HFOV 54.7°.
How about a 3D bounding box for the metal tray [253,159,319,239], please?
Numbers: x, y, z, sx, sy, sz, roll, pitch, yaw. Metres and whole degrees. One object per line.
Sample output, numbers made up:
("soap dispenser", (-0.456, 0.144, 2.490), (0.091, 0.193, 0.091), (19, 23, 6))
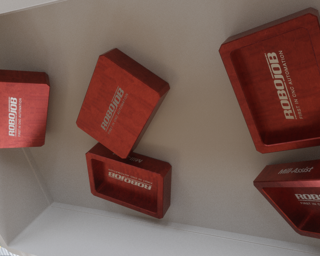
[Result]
("metal tray", (0.169, 0.077, 0.321), (0.090, 0.030, 0.130), (48, 160, -4))

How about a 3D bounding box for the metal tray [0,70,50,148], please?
("metal tray", (-0.221, -0.025, 0.470), (0.030, 0.091, 0.129), (63, 144, 41))

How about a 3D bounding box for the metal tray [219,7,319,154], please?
("metal tray", (0.126, -0.041, 0.313), (0.090, 0.030, 0.129), (-13, 112, 33))

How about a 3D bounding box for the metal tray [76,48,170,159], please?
("metal tray", (-0.054, -0.028, 0.417), (0.090, 0.030, 0.129), (35, 129, 5))

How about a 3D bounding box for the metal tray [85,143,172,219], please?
("metal tray", (-0.049, 0.081, 0.481), (0.130, 0.030, 0.089), (14, 124, 20))
